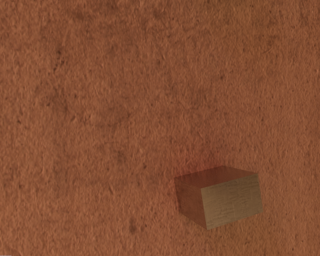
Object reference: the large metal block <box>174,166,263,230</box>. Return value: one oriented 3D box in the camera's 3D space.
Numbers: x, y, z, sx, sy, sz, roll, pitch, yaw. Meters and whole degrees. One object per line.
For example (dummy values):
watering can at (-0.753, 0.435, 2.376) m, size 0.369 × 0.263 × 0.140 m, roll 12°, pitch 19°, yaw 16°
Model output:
large metal block at (0.074, 0.087, 0.409) m, size 0.081 × 0.080 × 0.050 m, roll -10°, pitch 94°, yaw -20°
